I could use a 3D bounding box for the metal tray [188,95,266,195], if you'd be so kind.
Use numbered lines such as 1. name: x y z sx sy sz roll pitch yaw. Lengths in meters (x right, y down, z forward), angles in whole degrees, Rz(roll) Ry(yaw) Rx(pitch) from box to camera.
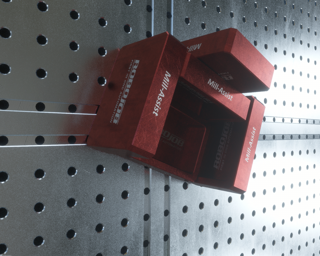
1. metal tray: 0.090 0.021 0.440 0.030 0.090 0.130 28 73 -37

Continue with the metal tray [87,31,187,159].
1. metal tray: -0.027 -0.035 0.343 0.030 0.090 0.130 28 73 -37

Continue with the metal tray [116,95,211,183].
1. metal tray: 0.007 0.011 0.410 0.131 0.030 0.090 28 73 -37

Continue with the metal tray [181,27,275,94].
1. metal tray: 0.062 -0.075 0.391 0.090 0.130 0.030 28 73 -37

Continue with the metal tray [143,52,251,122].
1. metal tray: 0.043 -0.046 0.401 0.131 0.090 0.030 27 73 -37
